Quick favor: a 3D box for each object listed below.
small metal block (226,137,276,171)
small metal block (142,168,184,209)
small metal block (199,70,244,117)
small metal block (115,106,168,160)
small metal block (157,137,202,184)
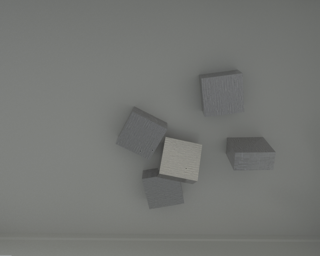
[{"bbox_3d":[0.118,0.033,0.411,0.050,0.050,0.025,-1,110,0],"label":"small metal block"},{"bbox_3d":[0.005,0.084,0.442,0.050,0.025,0.050,-10,110,3],"label":"small metal block"},{"bbox_3d":[0.078,-0.044,0.395,0.050,0.025,0.050,-7,110,2],"label":"small metal block"},{"bbox_3d":[-0.024,0.007,0.413,0.050,0.025,0.050,27,108,-10],"label":"small metal block"},{"bbox_3d":[0.026,0.044,0.413,0.050,0.025,0.050,12,69,-5],"label":"small metal block"}]
